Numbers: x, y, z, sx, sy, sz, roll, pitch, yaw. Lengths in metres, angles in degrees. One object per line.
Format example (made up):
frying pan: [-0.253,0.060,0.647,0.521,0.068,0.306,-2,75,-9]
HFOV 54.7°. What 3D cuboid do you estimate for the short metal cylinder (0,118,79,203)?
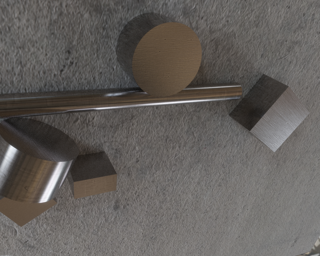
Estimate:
short metal cylinder: [-0.132,0.031,0.319,0.081,0.080,0.050,18,109,-36]

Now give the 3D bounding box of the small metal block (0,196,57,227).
small metal block: [-0.162,0.083,0.371,0.050,0.025,0.050,-34,129,-7]

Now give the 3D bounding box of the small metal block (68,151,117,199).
small metal block: [-0.085,0.056,0.380,0.050,0.050,0.025,-7,122,-25]

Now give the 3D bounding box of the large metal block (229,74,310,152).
large metal block: [0.166,-0.021,0.471,0.080,0.050,0.080,33,100,-39]

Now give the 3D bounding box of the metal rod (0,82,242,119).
metal rod: [-0.029,-0.036,0.369,0.303,0.025,0.025,-7,122,-26]

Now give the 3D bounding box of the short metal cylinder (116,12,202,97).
short metal cylinder: [-0.002,-0.081,0.341,0.081,0.050,0.079,-14,125,-21]
